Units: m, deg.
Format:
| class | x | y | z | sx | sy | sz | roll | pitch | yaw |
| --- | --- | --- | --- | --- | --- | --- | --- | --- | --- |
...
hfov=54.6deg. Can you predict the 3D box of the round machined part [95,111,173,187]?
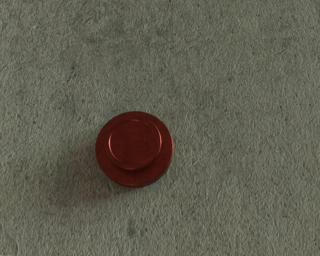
| class | x | y | z | sx | sy | sz | roll | pitch | yaw |
| --- | --- | --- | --- | --- | --- | --- | --- | --- | --- |
| round machined part | -0.032 | 0.023 | 0.391 | 0.099 | 0.042 | 0.098 | 0 | 70 | 0 |
